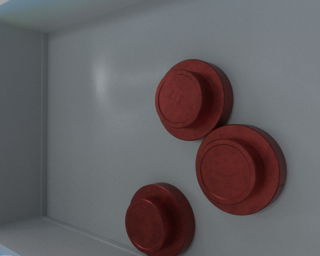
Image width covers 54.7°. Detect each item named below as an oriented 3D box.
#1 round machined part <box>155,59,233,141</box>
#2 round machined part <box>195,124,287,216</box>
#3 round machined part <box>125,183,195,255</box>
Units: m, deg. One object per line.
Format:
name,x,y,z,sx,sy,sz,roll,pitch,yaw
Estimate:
round machined part,0.033,-0.033,0.369,0.098,0.042,0.097,0,90,40
round machined part,0.079,0.045,0.331,0.098,0.042,0.097,0,90,40
round machined part,-0.007,0.123,0.402,0.098,0.042,0.097,0,90,40
